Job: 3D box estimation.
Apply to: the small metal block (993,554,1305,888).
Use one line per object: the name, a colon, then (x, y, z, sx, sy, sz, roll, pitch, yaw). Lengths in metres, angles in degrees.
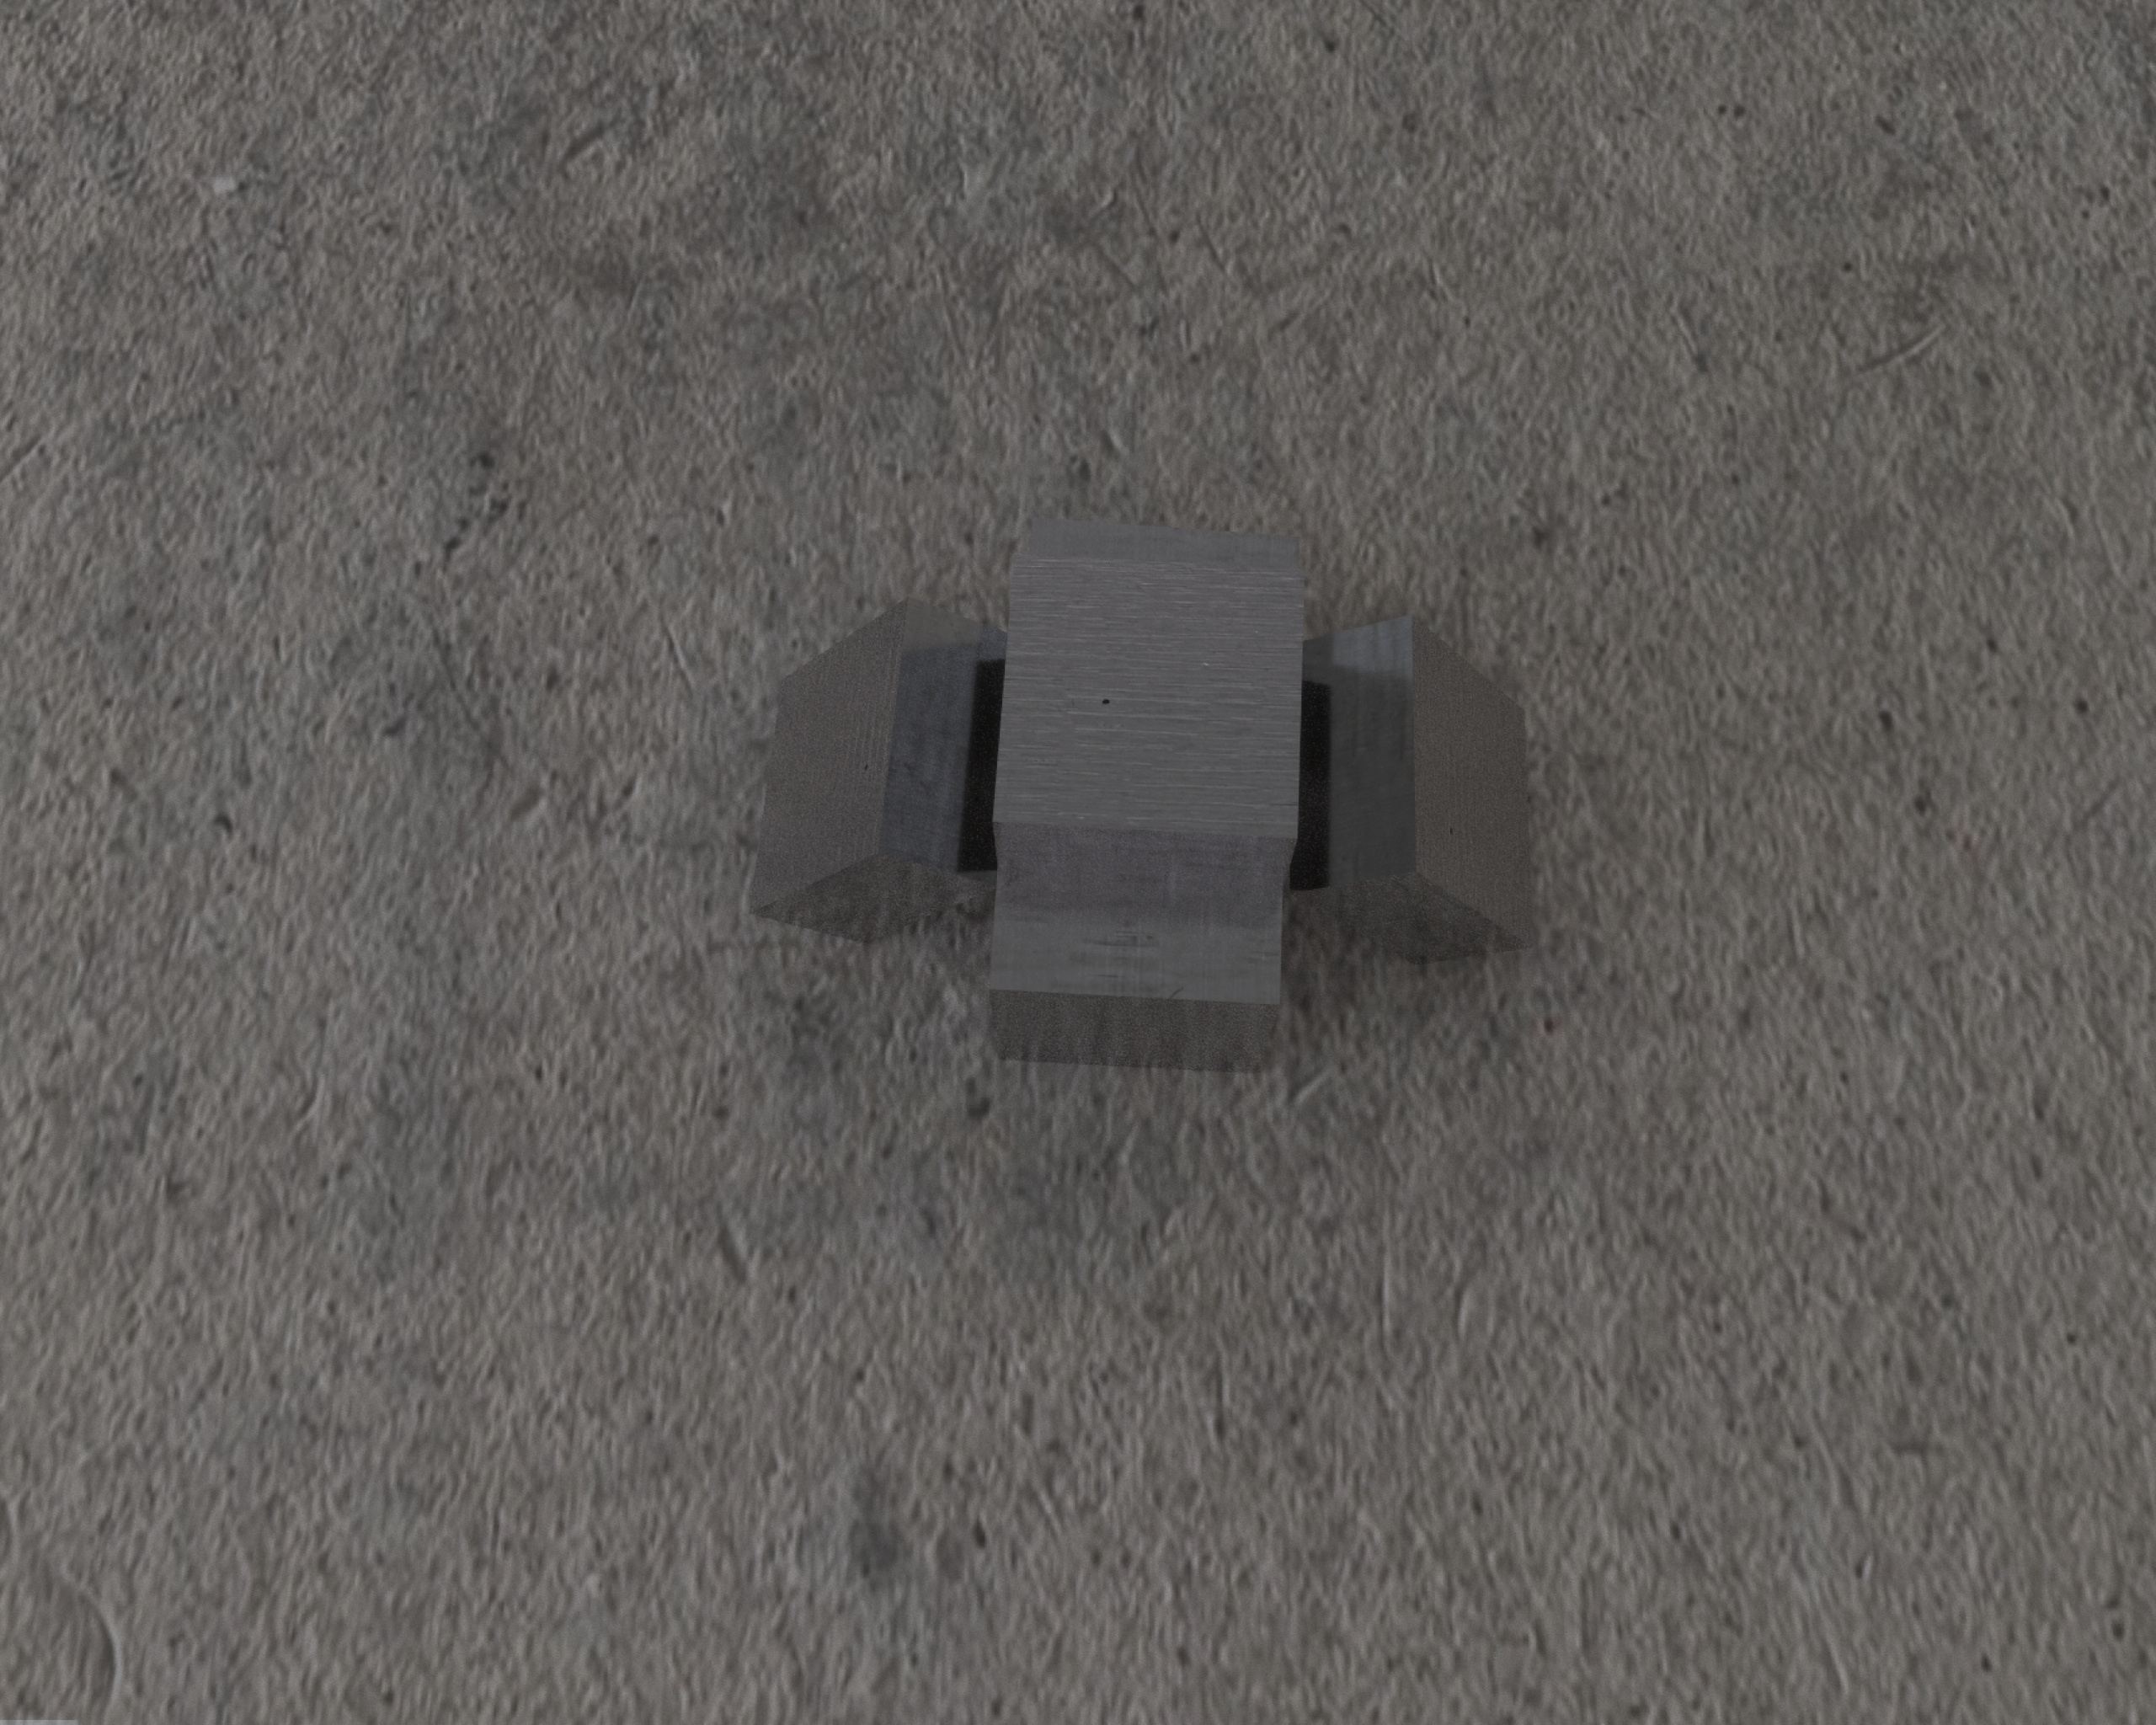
small metal block: (0.013, -0.025, 0.364, 0.050, 0.025, 0.050, 3, 70, 1)

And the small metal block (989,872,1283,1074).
small metal block: (0.010, 0.020, 0.388, 0.050, 0.050, 0.025, 3, 70, 1)

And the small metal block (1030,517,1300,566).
small metal block: (0.016, -0.043, 0.410, 0.050, 0.050, 0.025, 4, 70, 1)

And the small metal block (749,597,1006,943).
small metal block: (-0.037, -0.016, 0.398, 0.025, 0.050, 0.050, 17, 67, -31)

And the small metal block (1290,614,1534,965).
small metal block: (0.064, -0.012, 0.397, 0.025, 0.050, 0.050, -11, 66, 33)
